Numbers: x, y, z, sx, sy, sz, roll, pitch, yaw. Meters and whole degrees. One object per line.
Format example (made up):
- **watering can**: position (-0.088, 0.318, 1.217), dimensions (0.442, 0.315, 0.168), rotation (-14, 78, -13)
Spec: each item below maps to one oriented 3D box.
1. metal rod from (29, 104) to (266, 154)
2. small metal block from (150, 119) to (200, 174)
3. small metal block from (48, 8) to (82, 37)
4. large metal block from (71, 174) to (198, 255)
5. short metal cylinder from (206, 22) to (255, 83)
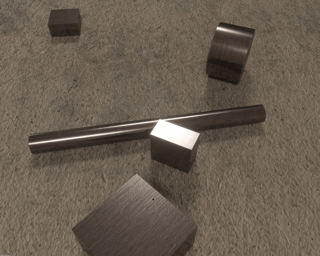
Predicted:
- **metal rod**: position (-0.010, 0.000, 0.402), dimensions (0.302, 0.025, 0.025), rotation (-8, 51, -7)
- **small metal block**: position (0.017, 0.022, 0.368), dimensions (0.050, 0.050, 0.025), rotation (20, 53, 16)
- **small metal block**: position (-0.172, -0.192, 0.562), dimensions (0.050, 0.025, 0.050), rotation (-5, 50, -4)
- **large metal block**: position (-0.023, 0.106, 0.298), dimensions (0.080, 0.050, 0.080), rotation (36, 59, 26)
- **short metal cylinder**: position (0.106, -0.113, 0.464), dimensions (0.050, 0.080, 0.080), rotation (18, 52, 14)
